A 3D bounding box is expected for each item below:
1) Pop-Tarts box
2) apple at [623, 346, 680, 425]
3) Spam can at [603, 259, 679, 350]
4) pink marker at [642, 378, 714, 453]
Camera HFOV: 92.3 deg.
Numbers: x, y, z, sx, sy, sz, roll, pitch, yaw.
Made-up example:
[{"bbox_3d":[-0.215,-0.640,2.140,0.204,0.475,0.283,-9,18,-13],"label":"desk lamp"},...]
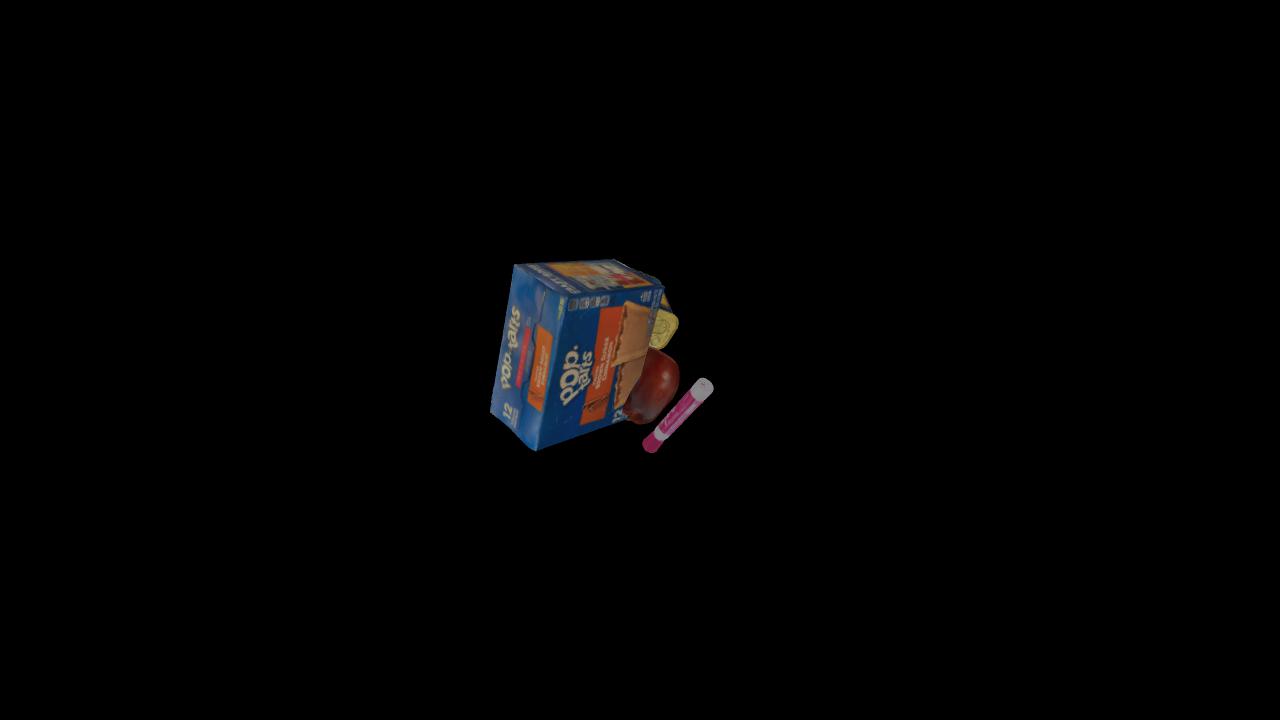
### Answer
[{"bbox_3d":[-0.065,-0.011,0.640,0.083,0.167,0.141,31,28,33],"label":"Pop-Tarts box"},{"bbox_3d":[0.005,0.027,0.715,0.079,0.093,0.079,24,-19,9],"label":"apple"},{"bbox_3d":[-0.013,-0.067,0.724,0.101,0.058,0.085,19,33,-26],"label":"Spam can"},{"bbox_3d":[0.036,0.061,0.639,0.020,0.020,0.121,0,-37,-36],"label":"pink marker"}]
